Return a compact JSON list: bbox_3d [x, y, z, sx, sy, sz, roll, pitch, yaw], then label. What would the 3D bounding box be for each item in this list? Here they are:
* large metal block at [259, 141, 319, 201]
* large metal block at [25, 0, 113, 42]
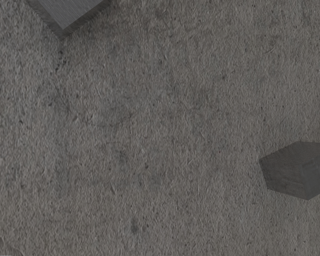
[{"bbox_3d":[0.210,0.059,0.457,0.081,0.080,0.050,-21,97,-19],"label":"large metal block"},{"bbox_3d":[-0.109,-0.161,0.355,0.080,0.050,0.080,-43,104,-15],"label":"large metal block"}]
